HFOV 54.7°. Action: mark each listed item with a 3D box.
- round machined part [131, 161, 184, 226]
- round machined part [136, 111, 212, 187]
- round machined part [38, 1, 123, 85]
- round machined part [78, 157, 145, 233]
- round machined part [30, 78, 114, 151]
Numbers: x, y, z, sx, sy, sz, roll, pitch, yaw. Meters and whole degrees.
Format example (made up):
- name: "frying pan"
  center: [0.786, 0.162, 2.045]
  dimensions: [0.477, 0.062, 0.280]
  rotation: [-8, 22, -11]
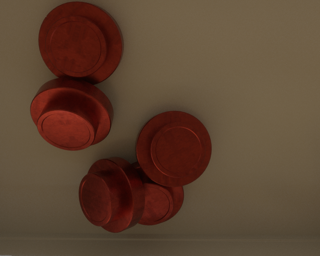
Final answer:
- name: "round machined part"
  center: [-0.015, 0.097, 0.438]
  dimensions: [0.099, 0.042, 0.097]
  rotation: [0, 110, 0]
- name: "round machined part"
  center: [0.019, 0.027, 0.394]
  dimensions: [0.099, 0.042, 0.097]
  rotation: [0, 89, -10]
- name: "round machined part"
  center: [-0.094, -0.097, 0.365]
  dimensions: [0.099, 0.042, 0.097]
  rotation: [0, 110, 0]
- name: "round machined part"
  center: [-0.069, 0.089, 0.405]
  dimensions: [0.098, 0.042, 0.097]
  rotation: [5, 97, 41]
- name: "round machined part"
  center: [-0.109, -0.010, 0.379]
  dimensions: [0.099, 0.042, 0.097]
  rotation: [2, 133, 2]
